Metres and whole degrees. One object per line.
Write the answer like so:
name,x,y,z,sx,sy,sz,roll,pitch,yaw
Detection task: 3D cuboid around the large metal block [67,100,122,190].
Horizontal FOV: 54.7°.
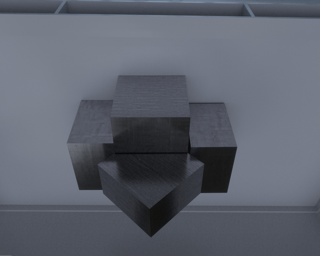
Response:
large metal block,-0.075,0.021,0.389,0.050,0.080,0.079,0,130,0

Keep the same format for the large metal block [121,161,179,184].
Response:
large metal block,-0.009,0.059,0.421,0.081,0.080,0.050,0,130,0

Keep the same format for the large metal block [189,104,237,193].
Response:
large metal block,0.058,0.025,0.390,0.050,0.080,0.079,0,130,-1

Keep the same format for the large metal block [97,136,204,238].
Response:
large metal block,-0.009,0.057,0.346,0.081,0.080,0.050,-33,140,-33

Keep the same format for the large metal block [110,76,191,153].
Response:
large metal block,-0.010,-0.018,0.356,0.081,0.080,0.050,0,130,0
